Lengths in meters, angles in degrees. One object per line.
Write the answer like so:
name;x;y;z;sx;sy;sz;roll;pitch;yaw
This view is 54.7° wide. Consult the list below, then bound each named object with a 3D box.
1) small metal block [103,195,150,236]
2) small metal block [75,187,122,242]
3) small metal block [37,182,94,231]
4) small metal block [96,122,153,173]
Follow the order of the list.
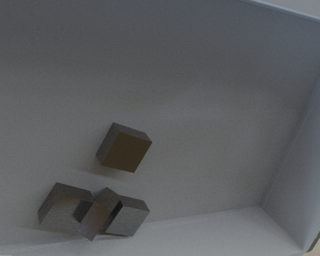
small metal block;-0.052;0.131;0.461;0.050;0.025;0.050;24;105;-37
small metal block;-0.081;0.114;0.416;0.025;0.050;0.050;34;102;1
small metal block;-0.123;0.104;0.406;0.050;0.025;0.050;26;104;-37
small metal block;-0.046;0.026;0.399;0.050;0.025;0.050;20;108;-36
